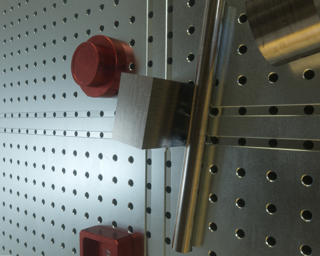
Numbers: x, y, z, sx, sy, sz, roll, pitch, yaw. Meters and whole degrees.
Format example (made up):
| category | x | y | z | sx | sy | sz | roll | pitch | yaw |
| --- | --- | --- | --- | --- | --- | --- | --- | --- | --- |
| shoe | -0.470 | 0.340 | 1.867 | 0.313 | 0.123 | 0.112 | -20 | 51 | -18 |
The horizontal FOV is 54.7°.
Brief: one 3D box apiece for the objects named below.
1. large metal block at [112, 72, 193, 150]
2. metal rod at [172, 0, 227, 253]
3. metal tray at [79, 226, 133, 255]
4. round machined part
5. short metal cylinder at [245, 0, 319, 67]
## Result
| category | x | y | z | sx | sy | sz | roll | pitch | yaw |
| --- | --- | --- | --- | --- | --- | --- | --- | --- | --- |
| large metal block | -0.006 | -0.021 | 0.379 | 0.050 | 0.081 | 0.079 | 16 | 100 | 39 |
| metal rod | 0.046 | 0.003 | 0.371 | 0.025 | 0.025 | 0.298 | 12 | 98 | 39 |
| metal tray | -0.083 | 0.224 | 0.474 | 0.090 | 0.030 | 0.129 | -3 | 88 | 40 |
| round machined part | -0.101 | -0.096 | 0.482 | 0.098 | 0.042 | 0.097 | 0 | 90 | 40 |
| short metal cylinder | 0.118 | -0.101 | 0.276 | 0.050 | 0.081 | 0.080 | -15 | 80 | 39 |
